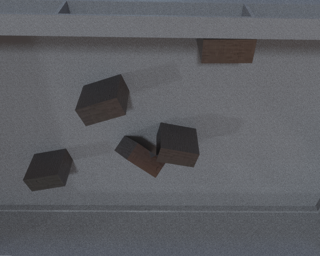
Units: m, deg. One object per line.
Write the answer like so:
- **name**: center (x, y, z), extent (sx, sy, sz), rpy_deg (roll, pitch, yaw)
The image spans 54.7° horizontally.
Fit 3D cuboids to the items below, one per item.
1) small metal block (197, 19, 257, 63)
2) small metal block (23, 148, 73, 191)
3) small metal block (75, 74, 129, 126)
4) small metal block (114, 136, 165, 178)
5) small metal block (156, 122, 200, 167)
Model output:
- **small metal block**: center (0.066, -0.089, 0.317), extent (0.050, 0.050, 0.025), rpy_deg (0, 130, 0)
- **small metal block**: center (-0.158, 0.059, 0.441), extent (0.050, 0.050, 0.025), rpy_deg (-10, 129, 8)
- **small metal block**: center (-0.066, -0.033, 0.364), extent (0.050, 0.050, 0.025), rpy_deg (-15, 129, 12)
- **small metal block**: center (-0.028, 0.038, 0.422), extent (0.050, 0.050, 0.025), rpy_deg (37, 82, -27)
- **small metal block**: center (0.022, 0.022, 0.411), extent (0.050, 0.050, 0.025), rpy_deg (10, 129, -9)
